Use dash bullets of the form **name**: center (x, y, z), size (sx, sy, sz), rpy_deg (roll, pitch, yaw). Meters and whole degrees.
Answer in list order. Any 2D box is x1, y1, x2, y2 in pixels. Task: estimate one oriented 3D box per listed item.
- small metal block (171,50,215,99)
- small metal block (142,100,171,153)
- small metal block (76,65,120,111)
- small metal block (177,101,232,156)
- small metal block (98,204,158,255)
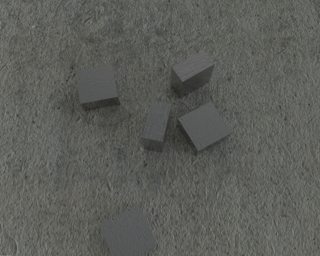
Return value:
- **small metal block**: center (0.043, -0.072, 0.421), size (0.050, 0.050, 0.025), rpy_deg (-30, 73, -10)
- **small metal block**: center (-0.004, -0.001, 0.395), size (0.025, 0.050, 0.050), rpy_deg (12, 71, 4)
- **small metal block**: center (-0.085, -0.055, 0.428), size (0.050, 0.025, 0.050), rpy_deg (-11, 70, -4)
- **small metal block**: center (0.057, 0.001, 0.408), size (0.050, 0.025, 0.050), rpy_deg (-28, 73, -10)
- **small metal block**: center (-0.036, 0.125, 0.362), size (0.050, 0.025, 0.050), rpy_deg (-26, 72, -9)
